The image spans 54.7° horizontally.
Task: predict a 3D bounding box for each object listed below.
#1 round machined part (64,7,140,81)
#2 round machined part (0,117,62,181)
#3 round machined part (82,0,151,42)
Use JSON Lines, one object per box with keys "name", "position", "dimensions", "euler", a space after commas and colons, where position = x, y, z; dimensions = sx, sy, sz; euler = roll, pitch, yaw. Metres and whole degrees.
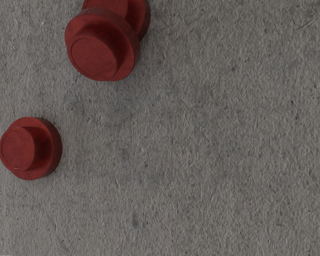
{"name": "round machined part", "position": [-0.079, -0.100, 0.399], "dimensions": [0.098, 0.042, 0.097], "euler": [13, 137, 12]}
{"name": "round machined part", "position": [-0.203, 0.032, 0.472], "dimensions": [0.098, 0.042, 0.097], "euler": [0, 90, 20]}
{"name": "round machined part", "position": [-0.066, -0.156, 0.423], "dimensions": [0.098, 0.042, 0.097], "euler": [0, 90, 20]}
